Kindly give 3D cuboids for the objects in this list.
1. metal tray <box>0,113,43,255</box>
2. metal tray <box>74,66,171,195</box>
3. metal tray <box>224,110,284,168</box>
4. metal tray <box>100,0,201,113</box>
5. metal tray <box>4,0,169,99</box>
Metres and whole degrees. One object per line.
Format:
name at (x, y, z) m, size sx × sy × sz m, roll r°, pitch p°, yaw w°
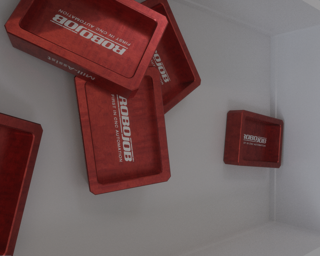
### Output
metal tray at (-0.151, 0.050, 0.251) m, size 0.090 × 0.030 × 0.129 m, roll 29°, pitch 69°, yaw -66°
metal tray at (-0.041, 0.001, 0.345) m, size 0.091 × 0.030 × 0.129 m, roll -8°, pitch 96°, yaw -16°
metal tray at (0.167, 0.022, 0.543) m, size 0.131 × 0.030 × 0.090 m, roll 9°, pitch 84°, yaw -40°
metal tray at (-0.006, -0.092, 0.397) m, size 0.090 × 0.030 × 0.130 m, roll -41°, pitch 115°, yaw -32°
metal tray at (-0.068, -0.096, 0.308) m, size 0.131 × 0.030 × 0.090 m, roll 24°, pitch 73°, yaw -9°
